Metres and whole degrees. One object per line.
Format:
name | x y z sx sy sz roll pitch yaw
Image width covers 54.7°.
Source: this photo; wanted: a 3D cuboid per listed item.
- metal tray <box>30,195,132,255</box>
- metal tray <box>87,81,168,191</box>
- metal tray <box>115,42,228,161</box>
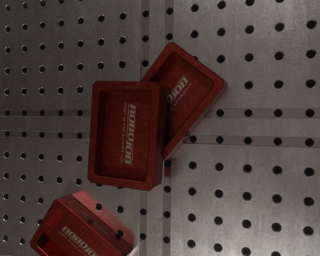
metal tray | -0.117 0.172 0.449 0.130 0.030 0.090 35 101 16
metal tray | -0.041 0.008 0.391 0.090 0.030 0.129 4 91 19
metal tray | 0.012 -0.033 0.404 0.090 0.030 0.130 41 102 15
